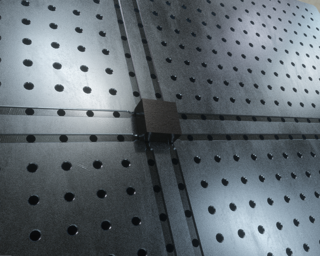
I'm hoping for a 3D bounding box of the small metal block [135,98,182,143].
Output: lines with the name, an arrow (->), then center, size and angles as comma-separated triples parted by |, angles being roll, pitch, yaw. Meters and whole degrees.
small metal block -> -0.003, -0.009, 0.414 | 0.050, 0.025, 0.050 | 5, 60, -26
